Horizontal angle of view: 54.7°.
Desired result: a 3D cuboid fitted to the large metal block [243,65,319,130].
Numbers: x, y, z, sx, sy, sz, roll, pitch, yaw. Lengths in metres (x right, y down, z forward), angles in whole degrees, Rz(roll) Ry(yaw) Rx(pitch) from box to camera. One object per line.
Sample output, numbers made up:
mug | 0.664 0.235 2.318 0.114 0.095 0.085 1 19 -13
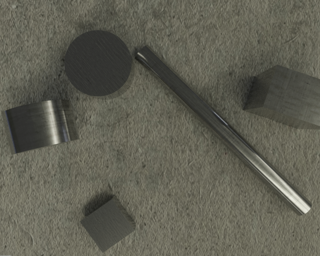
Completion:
large metal block | 0.160 -0.035 0.385 0.080 0.080 0.050 19 90 -1

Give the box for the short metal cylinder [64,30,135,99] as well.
short metal cylinder | -0.075 -0.078 0.396 0.081 0.050 0.079 0 90 -1

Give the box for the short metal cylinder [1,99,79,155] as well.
short metal cylinder | -0.145 -0.001 0.381 0.080 0.080 0.050 -13 90 0

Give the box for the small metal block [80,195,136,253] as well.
small metal block | -0.068 0.126 0.409 0.050 0.025 0.050 -35 90 0

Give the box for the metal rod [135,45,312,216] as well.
metal rod | 0.084 0.003 0.411 0.300 0.025 0.025 44 90 -1
